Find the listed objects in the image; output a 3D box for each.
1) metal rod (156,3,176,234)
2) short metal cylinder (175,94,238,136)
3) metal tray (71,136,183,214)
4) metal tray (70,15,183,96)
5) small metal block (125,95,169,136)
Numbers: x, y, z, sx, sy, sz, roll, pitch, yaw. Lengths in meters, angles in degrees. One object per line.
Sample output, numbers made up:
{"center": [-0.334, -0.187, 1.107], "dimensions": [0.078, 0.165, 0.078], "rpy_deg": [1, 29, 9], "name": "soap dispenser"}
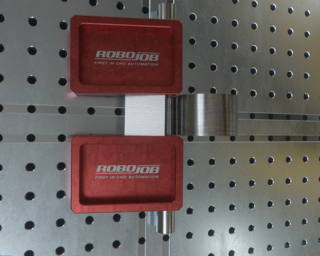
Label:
{"center": [0.008, -0.013, 0.411], "dimensions": [0.025, 0.025, 0.298], "rpy_deg": [0, 90, -20], "name": "metal rod"}
{"center": [0.060, -0.016, 0.402], "dimensions": [0.081, 0.080, 0.050], "rpy_deg": [0, 90, -20], "name": "short metal cylinder"}
{"center": [-0.039, 0.054, 0.377], "dimensions": [0.131, 0.030, 0.089], "rpy_deg": [0, 90, -8], "name": "metal tray"}
{"center": [-0.040, -0.085, 0.377], "dimensions": [0.131, 0.030, 0.089], "rpy_deg": [0, 90, -8], "name": "metal tray"}
{"center": [-0.016, -0.016, 0.392], "dimensions": [0.050, 0.025, 0.050], "rpy_deg": [1, 90, 11], "name": "small metal block"}
